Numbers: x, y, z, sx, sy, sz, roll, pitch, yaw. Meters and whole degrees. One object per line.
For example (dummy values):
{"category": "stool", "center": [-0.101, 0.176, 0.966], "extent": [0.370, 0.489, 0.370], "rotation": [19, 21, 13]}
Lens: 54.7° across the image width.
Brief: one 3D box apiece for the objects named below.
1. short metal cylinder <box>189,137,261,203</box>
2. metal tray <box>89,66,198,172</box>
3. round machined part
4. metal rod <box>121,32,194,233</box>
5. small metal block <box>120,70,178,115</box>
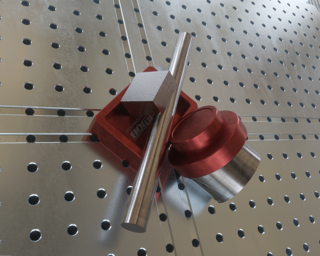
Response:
{"category": "short metal cylinder", "center": [0.078, 0.046, 0.387], "extent": [0.050, 0.080, 0.080], "rotation": [40, 51, -2]}
{"category": "metal tray", "center": [-0.017, -0.015, 0.406], "extent": [0.090, 0.030, 0.131], "rotation": [40, 51, -1]}
{"category": "round machined part", "center": [0.049, 0.010, 0.370], "extent": [0.042, 0.098, 0.098], "rotation": [52, 48, -20]}
{"category": "metal rod", "center": [0.007, -0.020, 0.387], "extent": [0.025, 0.025, 0.300], "rotation": [25, 53, -13]}
{"category": "small metal block", "center": [-0.013, -0.044, 0.385], "extent": [0.025, 0.050, 0.050], "rotation": [54, 51, -41]}
